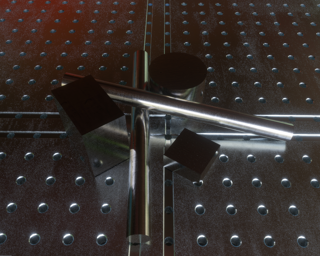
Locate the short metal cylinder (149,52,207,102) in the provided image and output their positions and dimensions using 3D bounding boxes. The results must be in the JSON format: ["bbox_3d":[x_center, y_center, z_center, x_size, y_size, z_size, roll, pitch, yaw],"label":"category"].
[{"bbox_3d":[0.025,-0.064,0.445,0.081,0.050,0.080,0,50,0],"label":"short metal cylinder"}]

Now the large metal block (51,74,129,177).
[{"bbox_3d":[-0.081,-0.003,0.372,0.050,0.080,0.080,-28,56,-22],"label":"large metal block"}]

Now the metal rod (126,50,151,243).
[{"bbox_3d":[-0.026,-0.002,0.409,0.025,0.025,0.300,-1,50,-1],"label":"metal rod"}]

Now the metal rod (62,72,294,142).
[{"bbox_3d":[0.023,-0.027,0.406,0.302,0.025,0.025,13,51,0],"label":"metal rod"}]

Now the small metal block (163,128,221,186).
[{"bbox_3d":[0.039,0.034,0.380,0.050,0.025,0.050,27,55,20],"label":"small metal block"}]
